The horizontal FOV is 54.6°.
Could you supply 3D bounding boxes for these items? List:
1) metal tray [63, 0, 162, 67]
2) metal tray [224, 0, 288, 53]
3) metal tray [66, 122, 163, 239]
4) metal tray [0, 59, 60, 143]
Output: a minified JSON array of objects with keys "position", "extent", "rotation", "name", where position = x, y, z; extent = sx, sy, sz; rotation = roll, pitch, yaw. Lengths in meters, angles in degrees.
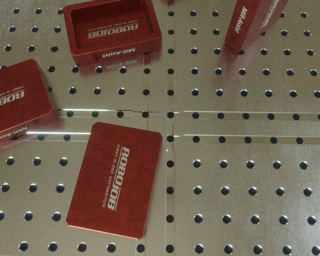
[{"position":[-0.070,-0.150,0.463],"extent":[0.131,0.030,0.090],"rotation":[-13,71,-5],"name":"metal tray"},{"position":[0.140,-0.170,0.419],"extent":[0.090,0.130,0.030],"rotation":[-41,75,-13],"name":"metal tray"},{"position":[-0.052,0.063,0.386],"extent":[0.090,0.030,0.130],"rotation":[10,70,3],"name":"metal tray"},{"position":[-0.215,-0.030,0.419],"extent":[0.131,0.030,0.090],"rotation":[-23,72,-8],"name":"metal tray"}]
